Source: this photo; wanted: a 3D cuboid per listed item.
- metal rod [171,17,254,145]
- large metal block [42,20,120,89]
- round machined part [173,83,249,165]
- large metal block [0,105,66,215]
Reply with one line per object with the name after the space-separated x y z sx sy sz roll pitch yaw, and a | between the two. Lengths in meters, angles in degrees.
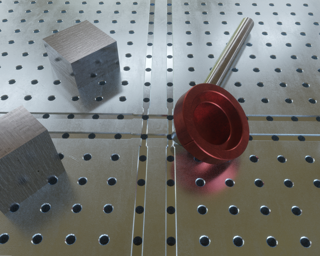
0.093 -0.089 0.482 0.025 0.025 0.301 21 53 17 | metal rod
-0.123 -0.118 0.490 0.080 0.050 0.080 -35 58 -26 | large metal block
0.058 -0.002 0.380 0.099 0.042 0.098 13 63 -26 | round machined part
-0.162 0.035 0.341 0.050 0.080 0.080 37 59 27 | large metal block
